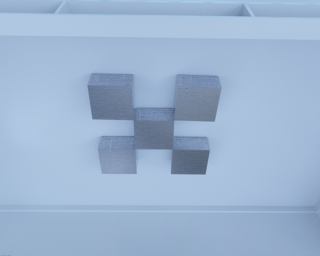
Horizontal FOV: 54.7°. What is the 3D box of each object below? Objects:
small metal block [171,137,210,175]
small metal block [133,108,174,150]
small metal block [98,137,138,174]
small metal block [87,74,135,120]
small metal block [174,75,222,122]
[{"bbox_3d":[0.041,0.040,0.440,0.050,0.025,0.050,1,130,-1],"label":"small metal block"},{"bbox_3d":[-0.008,0.002,0.407,0.050,0.025,0.050,0,130,-1],"label":"small metal block"},{"bbox_3d":[-0.058,0.039,0.439,0.050,0.025,0.050,0,130,-1],"label":"small metal block"},{"bbox_3d":[-0.057,-0.037,0.374,0.050,0.025,0.050,1,130,-1],"label":"small metal block"},{"bbox_3d":[0.044,-0.035,0.376,0.050,0.025,0.050,2,130,-2],"label":"small metal block"}]
